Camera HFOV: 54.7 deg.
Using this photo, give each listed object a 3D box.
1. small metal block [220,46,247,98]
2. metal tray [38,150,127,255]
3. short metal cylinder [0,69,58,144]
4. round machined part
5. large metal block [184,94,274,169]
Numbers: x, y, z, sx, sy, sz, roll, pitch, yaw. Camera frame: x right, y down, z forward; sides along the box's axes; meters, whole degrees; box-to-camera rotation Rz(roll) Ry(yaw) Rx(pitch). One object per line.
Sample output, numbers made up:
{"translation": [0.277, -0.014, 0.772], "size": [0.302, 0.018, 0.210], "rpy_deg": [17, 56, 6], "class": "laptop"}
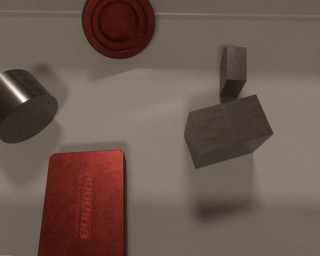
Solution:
{"translation": [0.100, -0.076, 0.425], "size": [0.025, 0.050, 0.050], "rpy_deg": [5, 70, 1], "class": "small metal block"}
{"translation": [-0.085, 0.092, 0.361], "size": [0.091, 0.030, 0.130], "rpy_deg": [-3, 61, -2], "class": "metal tray"}
{"translation": [-0.178, -0.027, 0.388], "size": [0.080, 0.080, 0.050], "rpy_deg": [-43, 76, -14], "class": "short metal cylinder"}
{"translation": [-0.060, -0.150, 0.436], "size": [0.099, 0.097, 0.042], "rpy_deg": [-19, 32, -7], "class": "round machined part"}
{"translation": [0.078, 0.008, 0.379], "size": [0.081, 0.080, 0.050], "rpy_deg": [-15, 71, -6], "class": "large metal block"}
